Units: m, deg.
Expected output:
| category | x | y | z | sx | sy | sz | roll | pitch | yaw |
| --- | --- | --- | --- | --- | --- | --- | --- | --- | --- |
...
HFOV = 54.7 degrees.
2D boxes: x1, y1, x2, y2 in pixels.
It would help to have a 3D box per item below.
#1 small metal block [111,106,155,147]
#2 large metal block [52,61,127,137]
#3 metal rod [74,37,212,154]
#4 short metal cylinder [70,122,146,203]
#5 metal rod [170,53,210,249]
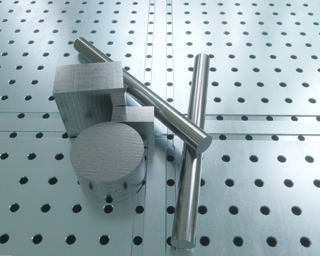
| category | x | y | z | sx | sy | sz | roll | pitch | yaw |
| --- | --- | --- | --- | --- | --- | --- | --- | --- | --- |
| small metal block | -0.032 | -0.001 | 0.392 | 0.050 | 0.050 | 0.025 | 0 | 50 | -1 |
| large metal block | -0.085 | -0.037 | 0.402 | 0.081 | 0.080 | 0.050 | -6 | 50 | -5 |
| metal rod | -0.042 | -0.061 | 0.440 | 0.025 | 0.025 | 0.300 | -31 | 51 | -24 |
| short metal cylinder | -0.058 | 0.039 | 0.358 | 0.081 | 0.050 | 0.080 | 0 | 50 | 0 |
| metal rod | 0.046 | 0.003 | 0.405 | 0.025 | 0.025 | 0.300 | 7 | 50 | 5 |
